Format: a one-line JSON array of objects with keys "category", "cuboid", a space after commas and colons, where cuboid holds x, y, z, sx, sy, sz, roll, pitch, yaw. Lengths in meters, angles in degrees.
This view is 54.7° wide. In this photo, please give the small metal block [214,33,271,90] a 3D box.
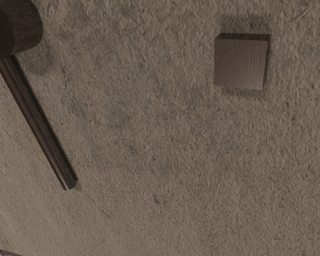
[{"category": "small metal block", "cuboid": [0.084, -0.069, 0.319, 0.050, 0.025, 0.050, 9, 123, 23]}]

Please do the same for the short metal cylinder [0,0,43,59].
[{"category": "short metal cylinder", "cuboid": [-0.206, -0.138, 0.411, 0.080, 0.050, 0.079, 13, 124, 20]}]

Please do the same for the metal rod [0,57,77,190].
[{"category": "metal rod", "cuboid": [-0.208, -0.027, 0.496, 0.025, 0.025, 0.298, -6, 116, 31]}]
